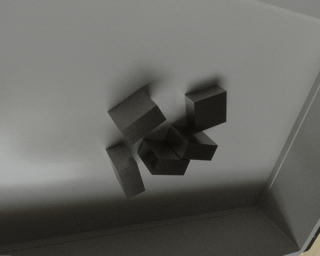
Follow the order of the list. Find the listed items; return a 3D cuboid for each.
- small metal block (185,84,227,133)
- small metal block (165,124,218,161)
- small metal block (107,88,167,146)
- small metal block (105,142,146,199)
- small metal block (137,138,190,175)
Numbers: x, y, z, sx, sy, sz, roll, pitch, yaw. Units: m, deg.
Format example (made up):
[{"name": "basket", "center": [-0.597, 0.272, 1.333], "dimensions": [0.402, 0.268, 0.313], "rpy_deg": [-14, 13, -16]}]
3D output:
[{"name": "small metal block", "center": [0.064, -0.027, 0.429], "dimensions": [0.050, 0.025, 0.050], "rpy_deg": [-20, 126, -17]}, {"name": "small metal block", "center": [0.043, 0.020, 0.430], "dimensions": [0.050, 0.050, 0.025], "rpy_deg": [7, 115, -32]}, {"name": "small metal block", "center": [-0.028, -0.015, 0.369], "dimensions": [0.050, 0.050, 0.025], "rpy_deg": [-37, 130, -4]}, {"name": "small metal block", "center": [-0.045, 0.055, 0.403], "dimensions": [0.025, 0.050, 0.050], "rpy_deg": [-24, 127, -15]}, {"name": "small metal block", "center": [0.004, 0.039, 0.421], "dimensions": [0.050, 0.050, 0.025], "rpy_deg": [6, 115, -32]}]
